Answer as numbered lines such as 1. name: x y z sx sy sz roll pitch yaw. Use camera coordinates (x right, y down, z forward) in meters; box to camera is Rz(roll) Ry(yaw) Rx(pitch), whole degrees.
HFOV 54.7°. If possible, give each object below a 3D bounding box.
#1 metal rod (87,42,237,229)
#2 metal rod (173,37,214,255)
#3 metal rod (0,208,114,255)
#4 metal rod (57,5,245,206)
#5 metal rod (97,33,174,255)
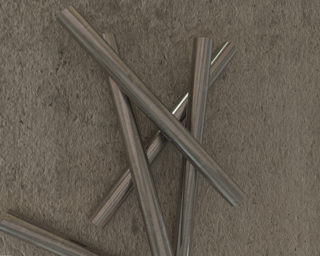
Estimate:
1. metal rod: 0.011 0.001 0.412 0.025 0.025 0.300 41 77 -16
2. metal rod: 0.041 0.036 0.405 0.025 0.025 0.298 3 96 -20
3. metal rod: -0.053 0.178 0.389 0.301 0.025 0.025 32 80 -17
4. metal rod: -0.003 -0.018 0.366 0.025 0.025 0.300 -46 100 -14
5. metal rod: -0.029 0.031 0.374 0.025 0.025 0.298 -14 86 -20
